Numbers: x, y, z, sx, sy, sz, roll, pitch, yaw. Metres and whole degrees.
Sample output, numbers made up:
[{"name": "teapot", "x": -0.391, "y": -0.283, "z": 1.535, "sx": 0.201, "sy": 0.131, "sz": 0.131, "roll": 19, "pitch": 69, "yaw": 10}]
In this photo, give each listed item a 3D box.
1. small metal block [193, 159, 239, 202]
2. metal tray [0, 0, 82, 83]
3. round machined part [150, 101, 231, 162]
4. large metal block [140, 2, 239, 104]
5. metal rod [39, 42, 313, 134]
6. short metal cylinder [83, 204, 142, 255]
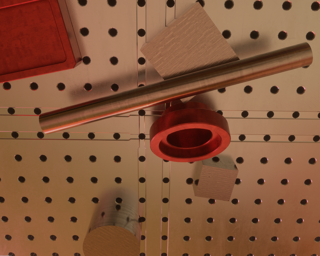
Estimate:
[{"name": "small metal block", "x": 0.078, "y": 0.073, "z": 0.442, "sx": 0.050, "sy": 0.025, "sz": 0.050, "roll": 10, "pitch": 110, "yaw": -4}, {"name": "metal tray", "x": -0.171, "y": -0.106, "z": 0.369, "sx": 0.131, "sy": 0.030, "sz": 0.089, "roll": -11, "pitch": 110, "yaw": 3}, {"name": "round machined part", "x": 0.036, "y": 0.003, "z": 0.389, "sx": 0.099, "sy": 0.042, "sz": 0.098, "roll": -3, "pitch": 148, "yaw": -1}, {"name": "large metal block", "x": 0.034, "y": -0.089, "z": 0.368, "sx": 0.080, "sy": 0.050, "sz": 0.080, "roll": -37, "pitch": 106, "yaw": 12}, {"name": "metal rod", "x": 0.012, "y": -0.042, "z": 0.344, "sx": 0.301, "sy": 0.025, "sz": 0.025, "roll": -14, "pitch": 110, "yaw": 5}, {"name": "short metal cylinder", "x": -0.068, "y": 0.161, "z": 0.459, "sx": 0.081, "sy": 0.050, "sz": 0.079, "roll": 0, "pitch": 110, "yaw": -1}]
